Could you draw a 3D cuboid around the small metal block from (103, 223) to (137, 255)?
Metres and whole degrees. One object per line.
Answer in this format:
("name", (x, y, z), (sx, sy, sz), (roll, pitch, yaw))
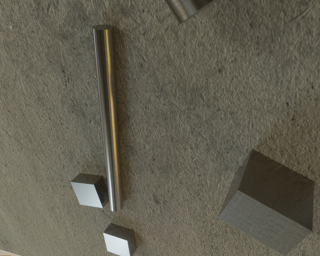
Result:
("small metal block", (-0.073, 0.209, 0.572), (0.050, 0.025, 0.050), (9, 123, 23))

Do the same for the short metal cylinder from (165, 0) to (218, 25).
("short metal cylinder", (0.038, -0.134, 0.268), (0.080, 0.080, 0.050), (-25, 105, 36))

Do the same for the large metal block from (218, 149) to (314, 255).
("large metal block", (0.124, 0.082, 0.356), (0.080, 0.080, 0.050), (29, 128, 9))

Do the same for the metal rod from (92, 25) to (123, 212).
("metal rod", (-0.071, 0.006, 0.446), (0.025, 0.025, 0.298), (14, 124, 20))

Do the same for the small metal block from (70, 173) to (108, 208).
("small metal block", (-0.119, 0.108, 0.534), (0.050, 0.025, 0.050), (0, 119, 27))
